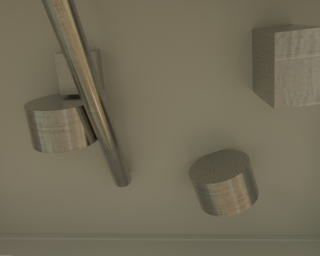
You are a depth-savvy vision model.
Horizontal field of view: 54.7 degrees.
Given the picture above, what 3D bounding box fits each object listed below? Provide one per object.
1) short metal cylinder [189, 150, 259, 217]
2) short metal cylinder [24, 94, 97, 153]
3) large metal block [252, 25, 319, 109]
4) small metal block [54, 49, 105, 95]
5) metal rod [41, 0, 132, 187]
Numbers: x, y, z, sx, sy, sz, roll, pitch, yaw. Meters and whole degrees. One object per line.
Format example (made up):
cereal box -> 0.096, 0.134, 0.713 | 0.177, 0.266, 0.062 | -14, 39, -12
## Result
short metal cylinder -> 0.084, 0.071, 0.409 | 0.080, 0.080, 0.050 | -19, 109, 6
short metal cylinder -> -0.118, -0.009, 0.377 | 0.081, 0.080, 0.050 | -3, 110, 1
large metal block -> 0.143, -0.074, 0.357 | 0.050, 0.080, 0.079 | -7, 110, 2
small metal block -> -0.099, -0.069, 0.384 | 0.050, 0.025, 0.050 | -3, 110, 1
metal rod -> -0.071, -0.030, 0.334 | 0.025, 0.025, 0.298 | -8, 135, 2
